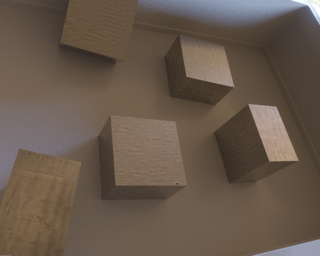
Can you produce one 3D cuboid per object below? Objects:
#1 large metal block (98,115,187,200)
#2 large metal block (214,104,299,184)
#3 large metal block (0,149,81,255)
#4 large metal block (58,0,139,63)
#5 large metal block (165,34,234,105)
[{"bbox_3d":[-0.023,0.036,0.355,0.081,0.050,0.080,5,59,-26],"label":"large metal block"},{"bbox_3d":[0.127,0.024,0.424,0.050,0.080,0.080,2,61,-27],"label":"large metal block"},{"bbox_3d":[-0.109,0.075,0.266,0.050,0.080,0.080,16,55,-20],"label":"large metal block"},{"bbox_3d":[-0.082,-0.136,0.404,0.081,0.050,0.080,12,93,-22],"label":"large metal block"},{"bbox_3d":[0.058,-0.087,0.474,0.081,0.050,0.080,8,58,-24],"label":"large metal block"}]
